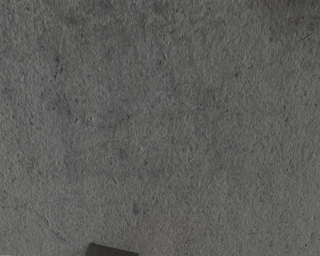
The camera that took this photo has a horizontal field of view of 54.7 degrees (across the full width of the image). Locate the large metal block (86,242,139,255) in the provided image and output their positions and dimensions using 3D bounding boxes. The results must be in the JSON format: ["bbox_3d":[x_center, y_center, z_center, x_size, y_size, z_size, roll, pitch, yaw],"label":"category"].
[{"bbox_3d":[-0.079,0.227,0.463,0.080,0.080,0.050,15,109,-6],"label":"large metal block"}]
